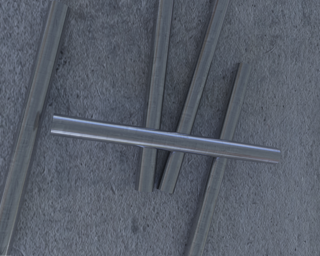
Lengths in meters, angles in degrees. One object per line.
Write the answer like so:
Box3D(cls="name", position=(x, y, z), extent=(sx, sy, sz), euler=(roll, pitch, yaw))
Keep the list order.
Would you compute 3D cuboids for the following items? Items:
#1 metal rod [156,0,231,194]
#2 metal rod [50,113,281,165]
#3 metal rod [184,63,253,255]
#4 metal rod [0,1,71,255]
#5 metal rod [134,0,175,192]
Box3D(cls="metal rod", position=(0.050, -0.059, 0.426), extent=(0.025, 0.025, 0.299), euler=(19, 84, -19))
Box3D(cls="metal rod", position=(0.023, 0.018, 0.389), extent=(0.302, 0.025, 0.025), euler=(9, 87, -20))
Box3D(cls="metal rod", position=(0.081, 0.052, 0.438), extent=(0.025, 0.025, 0.299), euler=(18, 84, -19))
Box3D(cls="metal rod", position=(-0.150, 0.002, 0.353), extent=(0.025, 0.025, 0.298), euler=(14, 85, -20))
Box3D(cls="metal rod", position=(-0.004, -0.068, 0.407), extent=(0.025, 0.025, 0.298), euler=(7, 88, -20))
